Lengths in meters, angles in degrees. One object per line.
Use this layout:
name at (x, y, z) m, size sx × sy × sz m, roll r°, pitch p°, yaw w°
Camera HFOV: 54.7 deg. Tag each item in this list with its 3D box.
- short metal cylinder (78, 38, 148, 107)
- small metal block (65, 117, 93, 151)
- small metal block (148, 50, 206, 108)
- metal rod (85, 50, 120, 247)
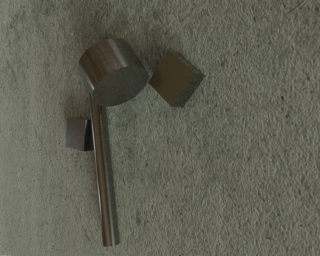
short metal cylinder at (-0.063, -0.073, 0.419) m, size 0.080 × 0.081 × 0.050 m, roll -45°, pitch 64°, yaw 30°
small metal block at (-0.129, 0.009, 0.508) m, size 0.050 × 0.025 × 0.050 m, roll 8°, pitch 95°, yaw 39°
small metal block at (0.020, -0.061, 0.387) m, size 0.050 × 0.025 × 0.050 m, roll 49°, pitch 118°, yaw 28°
metal rod at (-0.090, 0.026, 0.476) m, size 0.025 × 0.025 × 0.298 m, roll -11°, pitch 83°, yaw 39°
